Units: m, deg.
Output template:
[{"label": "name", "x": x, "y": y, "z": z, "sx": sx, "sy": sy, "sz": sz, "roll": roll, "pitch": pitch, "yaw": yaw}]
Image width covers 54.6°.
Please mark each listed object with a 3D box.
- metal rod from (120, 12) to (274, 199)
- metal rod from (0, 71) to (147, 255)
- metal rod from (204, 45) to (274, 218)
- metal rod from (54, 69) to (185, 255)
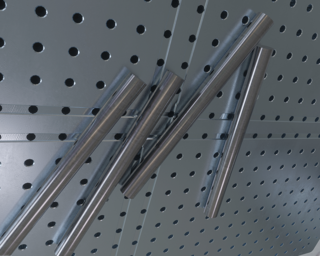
[{"label": "metal rod", "x": 0.044, "y": -0.024, "z": 0.419, "sx": 0.025, "sy": 0.025, "sz": 0.299, "roll": 31, "pitch": 101, "yaw": -38}, {"label": "metal rod", "x": -0.119, "y": 0.056, "z": 0.380, "sx": 0.025, "sy": 0.025, "sz": 0.299, "roll": 33, "pitch": 100, "yaw": -38}, {"label": "metal rod", "x": 0.116, "y": 0.021, "z": 0.486, "sx": 0.025, "sy": 0.025, "sz": 0.298, "roll": -4, "pitch": 120, "yaw": -27}, {"label": "metal rod", "x": -0.060, "y": 0.057, "z": 0.412, "sx": 0.025, "sy": 0.025, "sz": 0.299, "roll": 24, "pitch": 106, "yaw": -37}]
